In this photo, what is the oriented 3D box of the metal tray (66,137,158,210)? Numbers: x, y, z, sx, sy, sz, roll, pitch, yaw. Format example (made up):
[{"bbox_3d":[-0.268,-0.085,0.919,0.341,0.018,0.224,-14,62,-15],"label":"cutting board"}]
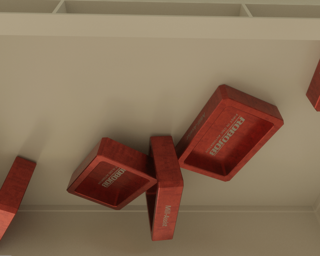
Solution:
[{"bbox_3d":[-0.069,0.071,0.446,0.090,0.030,0.129,26,137,-19],"label":"metal tray"}]

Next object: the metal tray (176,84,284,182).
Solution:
[{"bbox_3d":[0.087,0.013,0.417,0.091,0.030,0.129,20,127,-17],"label":"metal tray"}]

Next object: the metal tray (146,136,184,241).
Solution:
[{"bbox_3d":[0.002,0.086,0.437,0.030,0.090,0.129,-2,131,-9],"label":"metal tray"}]

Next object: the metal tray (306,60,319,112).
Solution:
[{"bbox_3d":[0.231,-0.078,0.343,0.091,0.030,0.129,1,130,-1],"label":"metal tray"}]

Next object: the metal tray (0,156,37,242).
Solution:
[{"bbox_3d":[-0.231,0.115,0.460,0.030,0.090,0.129,26,125,-21],"label":"metal tray"}]
